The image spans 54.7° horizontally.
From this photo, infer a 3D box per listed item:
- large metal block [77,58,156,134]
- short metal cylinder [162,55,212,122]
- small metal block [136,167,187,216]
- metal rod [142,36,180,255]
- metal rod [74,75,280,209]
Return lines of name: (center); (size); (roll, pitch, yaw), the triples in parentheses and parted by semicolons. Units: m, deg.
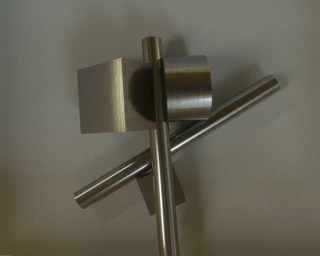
large metal block: (-0.054, -0.035, 0.377); (0.080, 0.050, 0.079); (-3, 90, 40)
short metal cylinder: (0.031, -0.048, 0.382); (0.050, 0.080, 0.079); (-4, 90, -2)
small metal block: (0.002, 0.081, 0.410); (0.050, 0.025, 0.050); (-21, 90, -1)
metal rod: (0.002, 0.038, 0.384); (0.025, 0.025, 0.298); (-5, 89, -1)
metal rod: (0.023, 0.018, 0.410); (0.301, 0.025, 0.025); (-31, 90, -1)
